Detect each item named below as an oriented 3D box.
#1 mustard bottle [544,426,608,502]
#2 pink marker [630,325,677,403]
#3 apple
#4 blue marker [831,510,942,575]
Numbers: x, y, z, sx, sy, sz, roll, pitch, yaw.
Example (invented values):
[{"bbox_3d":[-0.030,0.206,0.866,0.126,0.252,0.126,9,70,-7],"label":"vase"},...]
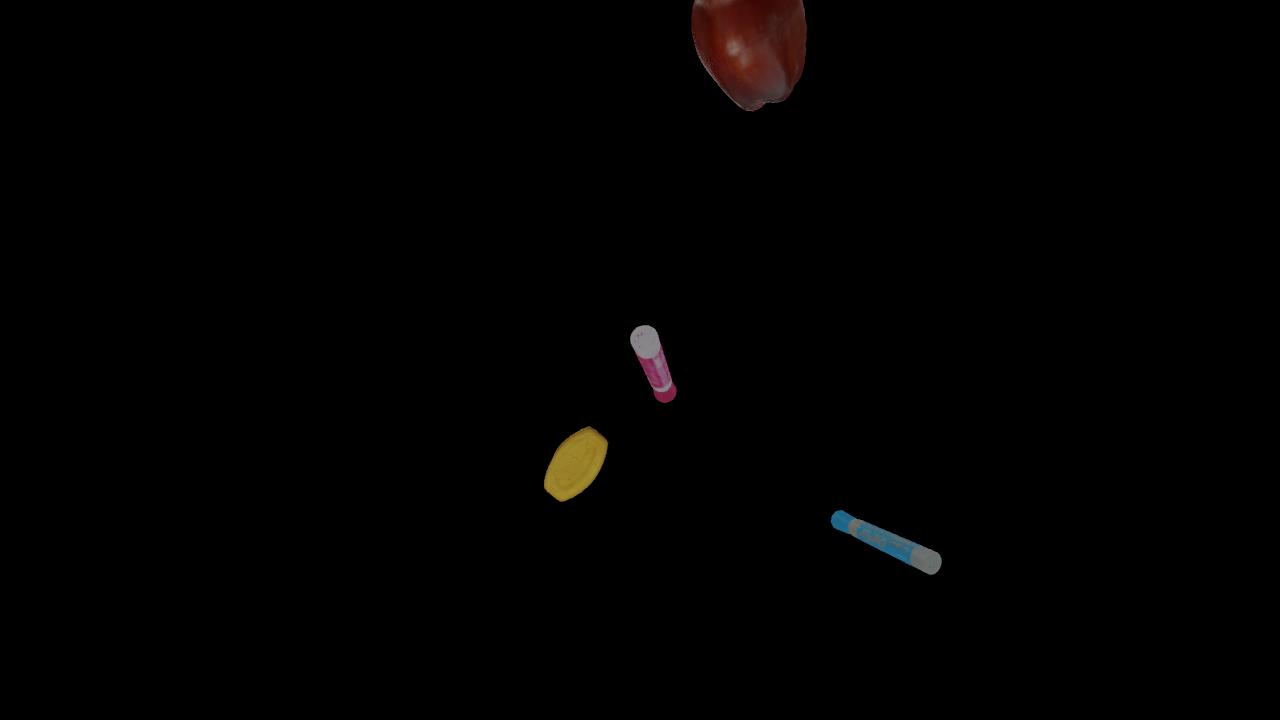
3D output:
[{"bbox_3d":[-0.084,0.128,0.788,0.054,0.092,0.184,32,-8,-3],"label":"mustard bottle"},{"bbox_3d":[0.012,0.007,0.456,0.020,0.020,0.121,0,-21,10],"label":"pink marker"},{"bbox_3d":[0.076,-0.227,0.431,0.079,0.079,0.093,0,-41,41],"label":"apple"},{"bbox_3d":[0.211,0.158,0.543,0.020,0.020,0.121,0,3,-21],"label":"blue marker"}]
